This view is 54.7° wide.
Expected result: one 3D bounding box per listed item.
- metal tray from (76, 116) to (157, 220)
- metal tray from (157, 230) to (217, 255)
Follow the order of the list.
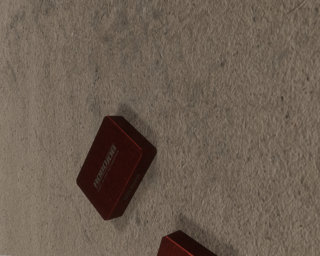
[{"bbox_3d":[-0.069,0.058,0.456,0.090,0.030,0.129,42,115,31],"label":"metal tray"},{"bbox_3d":[0.029,0.205,0.376,0.090,0.030,0.129,25,105,37],"label":"metal tray"}]
